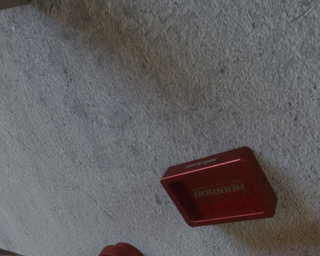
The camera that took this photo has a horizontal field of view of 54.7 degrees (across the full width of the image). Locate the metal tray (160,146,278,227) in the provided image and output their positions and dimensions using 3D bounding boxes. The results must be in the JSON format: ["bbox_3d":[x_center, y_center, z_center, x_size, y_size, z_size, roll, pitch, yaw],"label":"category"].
[{"bbox_3d":[0.076,0.083,0.414,0.130,0.030,0.090,-21,108,36],"label":"metal tray"}]

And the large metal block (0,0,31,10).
[{"bbox_3d":[-0.181,-0.183,0.353,0.050,0.080,0.080,49,129,-6],"label":"large metal block"}]

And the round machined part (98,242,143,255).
[{"bbox_3d":[-0.068,0.259,0.592,0.098,0.042,0.097,13,124,21],"label":"round machined part"}]
